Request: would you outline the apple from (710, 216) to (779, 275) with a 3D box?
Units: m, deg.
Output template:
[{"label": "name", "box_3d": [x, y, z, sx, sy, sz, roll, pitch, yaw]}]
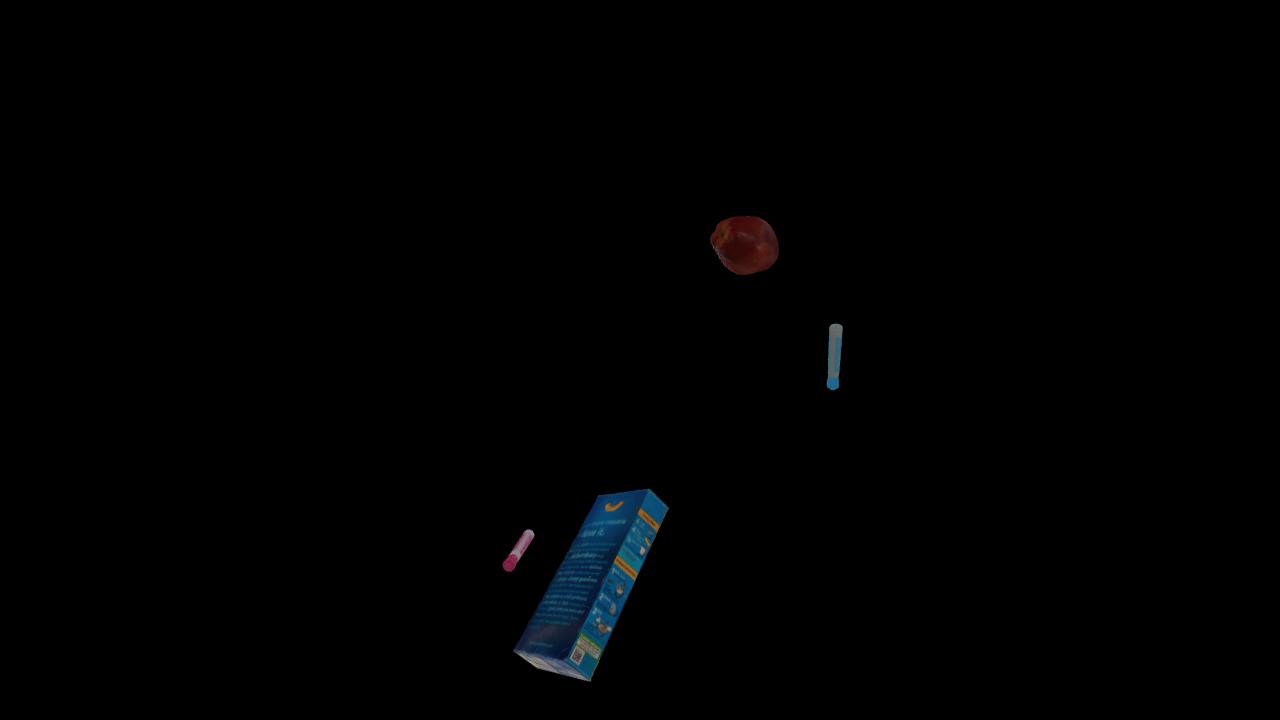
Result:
[{"label": "apple", "box_3d": [0.140, -0.151, 0.813, 0.093, 0.079, 0.079, 21, -13, -36]}]

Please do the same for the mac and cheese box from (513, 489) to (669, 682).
[{"label": "mac and cheese box", "box_3d": [-0.046, 0.218, 0.618, 0.041, 0.184, 0.093, 46, -39, -19]}]

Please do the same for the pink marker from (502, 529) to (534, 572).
[{"label": "pink marker", "box_3d": [-0.188, 0.294, 0.953, 0.020, 0.020, 0.121, 0, 7, 5]}]

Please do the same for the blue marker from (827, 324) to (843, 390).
[{"label": "blue marker", "box_3d": [0.294, -0.001, 0.930, 0.020, 0.121, 0.020, -7, 39, 5]}]
